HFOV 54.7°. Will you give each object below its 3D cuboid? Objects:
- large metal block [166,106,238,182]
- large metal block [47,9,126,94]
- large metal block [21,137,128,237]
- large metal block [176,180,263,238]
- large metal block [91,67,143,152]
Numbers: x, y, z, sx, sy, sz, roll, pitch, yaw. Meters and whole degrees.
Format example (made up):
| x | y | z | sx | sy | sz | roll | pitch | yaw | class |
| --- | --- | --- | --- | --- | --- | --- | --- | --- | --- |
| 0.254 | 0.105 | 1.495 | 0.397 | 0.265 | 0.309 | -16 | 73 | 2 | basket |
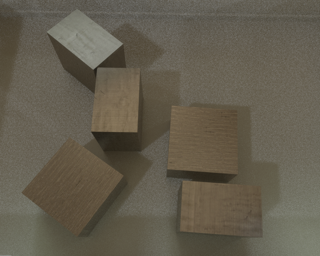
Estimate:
| x | y | z | sx | sy | sz | roll | pitch | yaw | class |
| --- | --- | --- | --- | --- | --- | --- | --- | --- | --- |
| 0.051 | 0.021 | 0.389 | 0.081 | 0.050 | 0.080 | 4 | 70 | 1 | large metal block |
| -0.093 | -0.095 | 0.413 | 0.080 | 0.080 | 0.050 | 39 | 72 | 13 | large metal block |
| -0.097 | 0.071 | 0.369 | 0.080 | 0.050 | 0.080 | 34 | 73 | 11 | large metal block |
| 0.061 | 0.094 | 0.347 | 0.081 | 0.080 | 0.050 | 4 | 70 | 1 | large metal block |
| -0.049 | -0.020 | 0.387 | 0.050 | 0.080 | 0.080 | 1 | 70 | 0 | large metal block |
